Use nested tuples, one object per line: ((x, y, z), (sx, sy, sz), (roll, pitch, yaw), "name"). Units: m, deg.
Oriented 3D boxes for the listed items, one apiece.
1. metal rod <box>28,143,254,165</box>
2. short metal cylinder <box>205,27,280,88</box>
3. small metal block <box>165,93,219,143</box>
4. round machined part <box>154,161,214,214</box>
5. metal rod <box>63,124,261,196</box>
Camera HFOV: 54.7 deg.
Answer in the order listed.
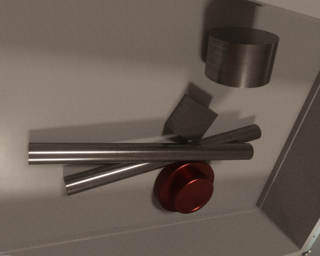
((-0.007, 0.032, 0.405), (0.303, 0.025, 0.025), (1, 118, -23), "metal rod")
((0.097, -0.087, 0.374), (0.081, 0.080, 0.050), (-12, 124, -22), "short metal cylinder")
((0.044, -0.012, 0.427), (0.050, 0.025, 0.050), (25, 105, -37), "small metal block")
((0.044, 0.094, 0.482), (0.099, 0.042, 0.097), (-14, 125, -21), "round machined part")
((0.018, 0.040, 0.444), (0.302, 0.025, 0.025), (-14, 124, -21), "metal rod")
